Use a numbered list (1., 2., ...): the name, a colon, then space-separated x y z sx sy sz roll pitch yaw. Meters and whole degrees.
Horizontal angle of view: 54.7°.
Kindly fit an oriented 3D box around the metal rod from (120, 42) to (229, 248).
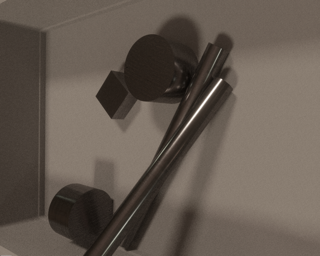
1. metal rod: 0.007 0.036 0.399 0.025 0.025 0.298 38 113 33

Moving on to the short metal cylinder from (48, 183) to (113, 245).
1. short metal cylinder: -0.118 0.127 0.465 0.050 0.081 0.079 4 93 40

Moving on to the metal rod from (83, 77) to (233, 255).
1. metal rod: -0.018 0.070 0.338 0.025 0.025 0.300 34 85 34

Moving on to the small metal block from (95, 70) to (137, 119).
1. small metal block: -0.062 -0.048 0.456 0.050 0.025 0.050 52 120 27

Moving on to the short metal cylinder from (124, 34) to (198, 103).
1. short metal cylinder: 0.001 -0.071 0.388 0.080 0.050 0.079 0 90 39
